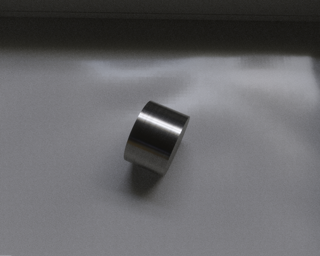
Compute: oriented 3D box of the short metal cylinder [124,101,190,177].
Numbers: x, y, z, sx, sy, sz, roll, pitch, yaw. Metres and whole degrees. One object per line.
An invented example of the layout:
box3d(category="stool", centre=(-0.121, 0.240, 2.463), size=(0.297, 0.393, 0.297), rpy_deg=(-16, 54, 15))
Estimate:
box3d(category="short metal cylinder", centre=(-0.003, 0.013, 0.376), size=(0.050, 0.080, 0.080), rpy_deg=(23, 72, 8))
